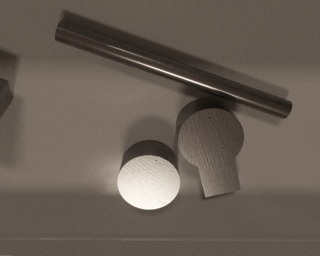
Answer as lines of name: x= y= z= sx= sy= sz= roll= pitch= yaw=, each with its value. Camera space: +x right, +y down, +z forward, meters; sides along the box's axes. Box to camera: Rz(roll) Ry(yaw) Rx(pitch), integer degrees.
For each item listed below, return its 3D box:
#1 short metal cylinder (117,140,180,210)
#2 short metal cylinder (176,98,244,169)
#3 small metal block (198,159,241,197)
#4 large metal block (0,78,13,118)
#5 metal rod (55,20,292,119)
short metal cylinder: x=-0.014 y=0.062 z=0.421 sx=0.081 sy=0.050 sz=0.079 roll=0 pitch=110 yaw=-1
short metal cylinder: x=0.062 y=0.005 z=0.401 sx=0.081 sy=0.050 sz=0.079 roll=0 pitch=110 yaw=-1
small metal block: x=0.082 y=0.065 z=0.437 sx=0.050 sy=0.025 sz=0.050 roll=-13 pitch=110 yaw=4
large metal block: x=-0.235 y=-0.029 z=0.361 sx=0.080 sy=0.080 sz=0.050 roll=23 pitch=152 yaw=-9
metal rod: x=0.023 y=-0.069 z=0.386 sx=0.302 sy=0.025 sz=0.025 roll=18 pitch=109 yaw=-7
